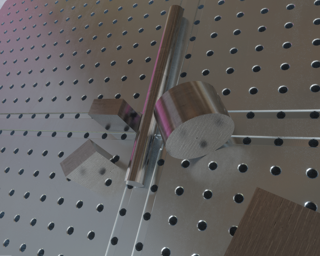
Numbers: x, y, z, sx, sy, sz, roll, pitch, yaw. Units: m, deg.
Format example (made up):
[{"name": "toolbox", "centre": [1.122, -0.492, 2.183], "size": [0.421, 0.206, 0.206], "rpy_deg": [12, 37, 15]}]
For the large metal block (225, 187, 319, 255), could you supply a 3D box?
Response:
[{"name": "large metal block", "centre": [0.109, 0.110, 0.267], "size": [0.080, 0.050, 0.080], "rpy_deg": [20, 73, 35]}]

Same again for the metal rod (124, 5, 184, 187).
[{"name": "metal rod", "centre": [-0.003, -0.062, 0.447], "size": [0.025, 0.025, 0.300], "rpy_deg": [-2, 61, 27]}]

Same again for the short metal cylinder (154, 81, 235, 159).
[{"name": "short metal cylinder", "centre": [0.038, -0.008, 0.358], "size": [0.080, 0.080, 0.050], "rpy_deg": [-28, 52, 11]}]

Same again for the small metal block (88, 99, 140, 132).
[{"name": "small metal block", "centre": [-0.063, -0.017, 0.436], "size": [0.050, 0.050, 0.025], "rpy_deg": [2, 63, 29]}]

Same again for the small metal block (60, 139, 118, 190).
[{"name": "small metal block", "centre": [-0.094, 0.049, 0.412], "size": [0.050, 0.050, 0.025], "rpy_deg": [-40, 51, 1]}]
